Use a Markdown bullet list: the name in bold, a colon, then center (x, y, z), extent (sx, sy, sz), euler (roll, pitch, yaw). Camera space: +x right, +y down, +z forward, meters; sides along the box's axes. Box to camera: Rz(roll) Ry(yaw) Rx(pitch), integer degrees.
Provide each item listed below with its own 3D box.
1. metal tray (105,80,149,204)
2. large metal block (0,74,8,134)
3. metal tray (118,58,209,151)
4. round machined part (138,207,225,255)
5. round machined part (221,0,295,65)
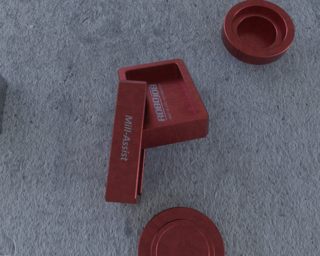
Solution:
- **metal tray**: center (-0.034, 0.021, 0.359), extent (0.030, 0.090, 0.129), euler (4, 76, 1)
- **large metal block**: center (-0.256, -0.035, 0.405), extent (0.081, 0.050, 0.080), euler (-3, 70, -2)
- **metal tray**: center (-0.001, -0.035, 0.388), extent (0.091, 0.030, 0.130), euler (-10, 44, -5)
- **round machined part**: center (0.024, 0.139, 0.349), extent (0.099, 0.042, 0.098), euler (0, 70, -1)
- **round machined part**: center (0.138, -0.133, 0.450), extent (0.099, 0.042, 0.098), euler (0, 70, -1)
